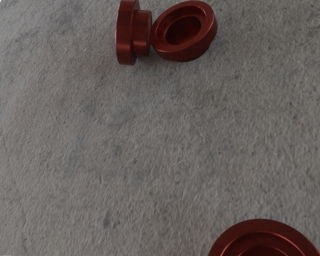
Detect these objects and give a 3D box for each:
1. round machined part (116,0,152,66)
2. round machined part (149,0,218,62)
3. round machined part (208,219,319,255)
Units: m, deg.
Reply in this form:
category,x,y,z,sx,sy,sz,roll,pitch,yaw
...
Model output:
category,x,y,z,sx,sy,sz,roll,pitch,yaw
round machined part,-0.036,-0.144,0.469,0.042,0.098,0.098,6,62,2
round machined part,0.037,-0.136,0.456,0.098,0.042,0.098,-13,56,20
round machined part,0.091,0.132,0.264,0.098,0.042,0.098,-13,56,20
